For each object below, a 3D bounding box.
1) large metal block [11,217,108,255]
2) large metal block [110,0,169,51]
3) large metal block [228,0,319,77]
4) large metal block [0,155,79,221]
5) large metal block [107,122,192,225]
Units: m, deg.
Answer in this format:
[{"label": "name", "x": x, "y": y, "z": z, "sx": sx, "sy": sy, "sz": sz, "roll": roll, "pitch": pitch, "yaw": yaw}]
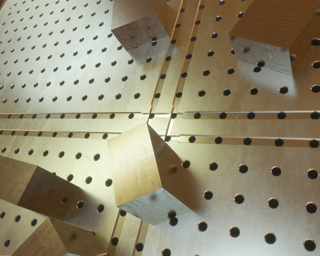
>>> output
[{"label": "large metal block", "x": -0.114, "y": 0.154, "z": 0.339, "sx": 0.080, "sy": 0.080, "sz": 0.050, "roll": -46, "pitch": 51, "yaw": -4}, {"label": "large metal block", "x": -0.033, "y": -0.189, "z": 0.527, "sx": 0.080, "sy": 0.050, "sz": 0.080, "roll": -14, "pitch": 56, "yaw": 20}, {"label": "large metal block", "x": 0.147, "y": -0.122, "z": 0.390, "sx": 0.080, "sy": 0.050, "sz": 0.080, "roll": 29, "pitch": 78, "yaw": 37}, {"label": "large metal block", "x": -0.173, "y": 0.081, "z": 0.415, "sx": 0.080, "sy": 0.080, "sz": 0.050, "roll": 7, "pitch": 66, "yaw": 31}, {"label": "large metal block", "x": -0.012, "y": 0.053, "z": 0.347, "sx": 0.050, "sy": 0.080, "sz": 0.080, "roll": -25, "pitch": 53, "yaw": 13}]
